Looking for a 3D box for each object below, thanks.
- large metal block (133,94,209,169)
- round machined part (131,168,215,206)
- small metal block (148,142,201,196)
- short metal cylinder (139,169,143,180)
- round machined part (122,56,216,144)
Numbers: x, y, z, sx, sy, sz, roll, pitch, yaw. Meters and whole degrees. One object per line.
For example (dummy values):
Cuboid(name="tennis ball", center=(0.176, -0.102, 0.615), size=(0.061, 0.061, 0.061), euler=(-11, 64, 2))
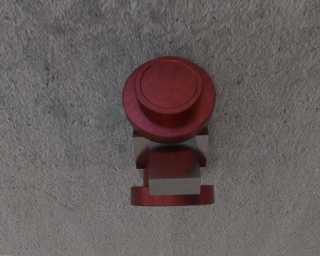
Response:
Cuboid(name="large metal block", center=(0.012, 0.002, 0.373), size=(0.081, 0.080, 0.050), euler=(-2, 130, 1))
Cuboid(name="round machined part", center=(0.014, 0.069, 0.370), size=(0.099, 0.042, 0.098), euler=(-1, 169, 0))
Cuboid(name="small metal block", center=(0.014, 0.042, 0.322), size=(0.050, 0.050, 0.025), euler=(-2, 130, 1))
Cuboid(name="short metal cylinder", center=(0.012, 0.041, 0.428), size=(0.081, 0.050, 0.079), euler=(0, 130, 0))
Cuboid(name="round machined part", center=(0.009, -0.036, 0.325), size=(0.099, 0.098, 0.042), euler=(-2, 155, 1))
